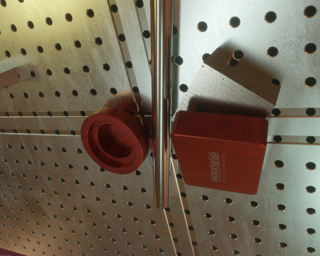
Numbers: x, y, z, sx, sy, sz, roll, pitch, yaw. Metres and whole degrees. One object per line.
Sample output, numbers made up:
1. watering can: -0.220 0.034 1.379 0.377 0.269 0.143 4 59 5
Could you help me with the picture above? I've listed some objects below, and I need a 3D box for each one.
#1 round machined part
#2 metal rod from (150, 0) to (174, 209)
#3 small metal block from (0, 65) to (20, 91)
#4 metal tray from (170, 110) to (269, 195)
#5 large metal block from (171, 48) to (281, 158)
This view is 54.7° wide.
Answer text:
1. round machined part: -0.059 0.014 0.438 0.098 0.042 0.097 13 124 20
2. metal rod: 0.002 -0.011 0.402 0.025 0.025 0.298 13 124 20
3. small metal block: -0.258 -0.077 0.480 0.050 0.050 0.025 11 123 22
4. metal tray: 0.067 0.032 0.348 0.090 0.030 0.130 6 149 16
5. large metal block: 0.071 -0.027 0.340 0.080 0.050 0.079 33 128 6
